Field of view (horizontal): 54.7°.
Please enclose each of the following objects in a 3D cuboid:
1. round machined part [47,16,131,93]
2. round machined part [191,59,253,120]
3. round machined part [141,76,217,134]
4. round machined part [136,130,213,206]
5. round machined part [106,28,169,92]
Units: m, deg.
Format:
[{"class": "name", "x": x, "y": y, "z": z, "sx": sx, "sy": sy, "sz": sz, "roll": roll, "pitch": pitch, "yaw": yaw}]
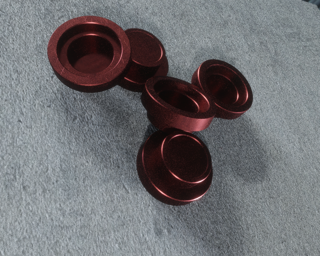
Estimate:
[{"class": "round machined part", "x": -0.086, "y": -0.088, "z": 0.389, "sx": 0.099, "sy": 0.042, "sz": 0.098, "roll": 2, "pitch": 70, "yaw": -6}, {"class": "round machined part", "x": 0.091, "y": -0.055, "z": 0.479, "sx": 0.099, "sy": 0.042, "sz": 0.098, "roll": 14, "pitch": 56, "yaw": -21}, {"class": "round machined part", "x": 0.021, "y": -0.026, "z": 0.409, "sx": 0.099, "sy": 0.042, "sz": 0.098, "roll": 16, "pitch": 33, "yaw": -11}, {"class": "round machined part", "x": 0.024, "y": 0.042, "z": 0.382, "sx": 0.099, "sy": 0.042, "sz": 0.098, "roll": 14, "pitch": 56, "yaw": -21}, {"class": "round machined part", "x": -0.031, "y": -0.102, "z": 0.441, "sx": 0.099, "sy": 0.042, "sz": 0.098, "roll": 14, "pitch": 56, "yaw": -21}]
